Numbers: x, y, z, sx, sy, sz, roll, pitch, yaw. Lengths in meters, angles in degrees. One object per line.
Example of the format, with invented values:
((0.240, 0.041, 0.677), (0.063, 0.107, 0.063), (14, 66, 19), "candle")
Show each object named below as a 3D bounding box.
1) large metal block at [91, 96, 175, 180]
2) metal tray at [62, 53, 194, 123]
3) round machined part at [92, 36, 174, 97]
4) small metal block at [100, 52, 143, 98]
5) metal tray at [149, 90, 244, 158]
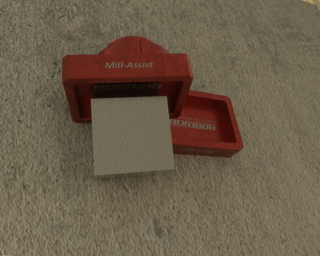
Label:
((-0.032, 0.012, 0.342), (0.081, 0.050, 0.080), (-3, 75, -10), "large metal block")
((-0.036, -0.042, 0.349), (0.131, 0.090, 0.030), (-3, 63, -9), "metal tray")
((-0.032, -0.071, 0.372), (0.099, 0.097, 0.042), (6, 59, -26), "round machined part")
((-0.053, -0.071, 0.422), (0.050, 0.025, 0.050), (6, 59, -25), "small metal block")
((0.048, -0.008, 0.435), (0.131, 0.030, 0.090), (6, 59, -25), "metal tray")
